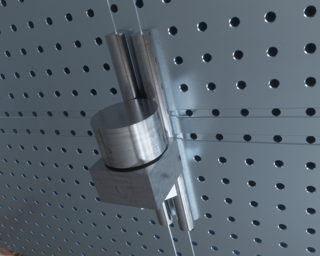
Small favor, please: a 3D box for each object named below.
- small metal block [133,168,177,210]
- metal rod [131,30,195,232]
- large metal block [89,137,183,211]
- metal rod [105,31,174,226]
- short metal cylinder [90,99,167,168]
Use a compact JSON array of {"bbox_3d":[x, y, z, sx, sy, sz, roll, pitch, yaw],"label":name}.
[{"bbox_3d":[-0.011,0.077,0.418,0.050,0.050,0.025,-19,116,-13],"label":"small metal block"},{"bbox_3d":[0.010,0.022,0.419,0.025,0.025,0.298,1,119,27],"label":"metal rod"},{"bbox_3d":[-0.026,0.052,0.388,0.080,0.080,0.050,1,119,27],"label":"large metal block"},{"bbox_3d":[-0.022,0.018,0.434,0.025,0.025,0.298,1,119,27],"label":"metal rod"},{"bbox_3d":[-0.036,0.004,0.368,0.080,0.080,0.050,1,119,27],"label":"short metal cylinder"}]
